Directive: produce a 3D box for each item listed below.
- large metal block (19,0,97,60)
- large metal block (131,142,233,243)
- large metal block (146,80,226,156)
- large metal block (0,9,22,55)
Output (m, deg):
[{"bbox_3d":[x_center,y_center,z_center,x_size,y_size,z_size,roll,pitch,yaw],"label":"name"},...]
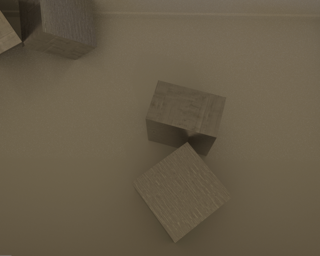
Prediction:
[{"bbox_3d":[-0.138,-0.146,0.419,0.050,0.081,0.080,-17,78,38],"label":"large metal block"},{"bbox_3d":[0.024,0.077,0.368,0.080,0.050,0.080,-35,74,-12],"label":"large metal block"},{"bbox_3d":[0.030,-0.009,0.384,0.080,0.080,0.050,15,71,5],"label":"large metal block"},{"bbox_3d":[-0.230,-0.138,0.412,0.050,0.080,0.080,-34,114,-11],"label":"large metal block"}]
